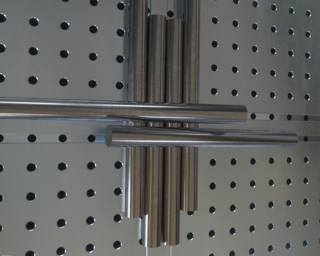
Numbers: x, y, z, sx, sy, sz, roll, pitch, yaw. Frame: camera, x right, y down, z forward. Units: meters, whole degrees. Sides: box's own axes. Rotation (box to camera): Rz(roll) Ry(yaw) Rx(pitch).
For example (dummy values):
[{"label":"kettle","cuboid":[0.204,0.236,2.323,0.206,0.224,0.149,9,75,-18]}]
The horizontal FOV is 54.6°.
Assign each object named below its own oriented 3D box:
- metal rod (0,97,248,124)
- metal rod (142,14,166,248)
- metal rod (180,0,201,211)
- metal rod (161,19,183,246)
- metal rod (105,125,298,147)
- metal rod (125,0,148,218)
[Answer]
[{"label":"metal rod","cuboid":[-0.040,-0.020,0.373,0.302,0.025,0.025,1,90,-11]},{"label":"metal rod","cuboid":[-0.008,0.004,0.408,0.025,0.025,0.298,1,90,-20]},{"label":"metal rod","cuboid":[0.041,-0.038,0.427,0.025,0.025,0.298,1,90,-20]},{"label":"metal rod","cuboid":[0.016,0.005,0.419,0.025,0.025,0.298,1,90,-20]},{"label":"metal rod","cuboid":[0.075,0.013,0.418,0.302,0.025,0.025,2,90,-29]},{"label":"metal rod","cuboid":[-0.030,-0.037,0.400,0.025,0.025,0.298,1,90,-20]}]
